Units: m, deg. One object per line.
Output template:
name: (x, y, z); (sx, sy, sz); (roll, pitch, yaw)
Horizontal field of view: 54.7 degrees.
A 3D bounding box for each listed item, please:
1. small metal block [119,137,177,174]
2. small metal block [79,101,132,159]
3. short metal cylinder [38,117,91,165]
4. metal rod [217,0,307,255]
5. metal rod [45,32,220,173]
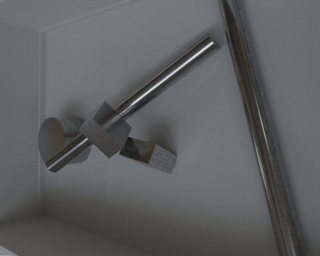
small metal block: (-0.015, 0.035, 0.397); (0.050, 0.050, 0.025); (12, 77, 39)
small metal block: (-0.066, 0.001, 0.385); (0.025, 0.050, 0.050); (-36, 109, 24)
short metal cylinder: (-0.160, 0.022, 0.519); (0.080, 0.050, 0.079); (0, 90, 39)
metal rod: (0.101, -0.017, 0.322); (0.025, 0.025, 0.298); (-18, 79, 38)
metal rod: (-0.051, -0.022, 0.414); (0.299, 0.025, 0.025); (-35, 68, 23)
